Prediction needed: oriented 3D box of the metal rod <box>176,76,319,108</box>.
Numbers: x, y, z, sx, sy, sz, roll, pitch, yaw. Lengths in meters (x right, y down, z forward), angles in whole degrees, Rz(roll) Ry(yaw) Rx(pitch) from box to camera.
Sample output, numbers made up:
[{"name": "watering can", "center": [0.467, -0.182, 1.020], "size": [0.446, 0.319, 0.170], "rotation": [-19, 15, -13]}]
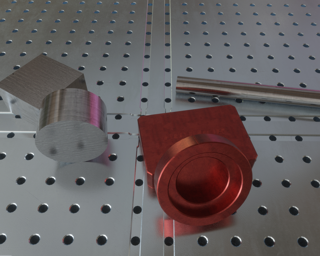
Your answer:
[{"name": "metal rod", "center": [0.174, -0.048, 0.450], "size": [0.302, 0.025, 0.025], "rotation": [7, 50, 5]}]

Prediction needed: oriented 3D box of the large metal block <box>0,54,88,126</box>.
[{"name": "large metal block", "center": [-0.159, -0.049, 0.431], "size": [0.080, 0.050, 0.080], "rotation": [26, 55, 20]}]

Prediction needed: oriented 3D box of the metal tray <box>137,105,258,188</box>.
[{"name": "metal tray", "center": [0.043, 0.019, 0.389], "size": [0.131, 0.030, 0.090], "rotation": [-8, 50, -7]}]

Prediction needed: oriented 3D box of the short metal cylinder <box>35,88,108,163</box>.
[{"name": "short metal cylinder", "center": [-0.104, -0.001, 0.372], "size": [0.081, 0.080, 0.050], "rotation": [-6, 51, -5]}]

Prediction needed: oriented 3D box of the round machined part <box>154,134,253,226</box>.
[{"name": "round machined part", "center": [0.042, 0.050, 0.326], "size": [0.099, 0.097, 0.042], "rotation": [-8, 23, -7]}]
